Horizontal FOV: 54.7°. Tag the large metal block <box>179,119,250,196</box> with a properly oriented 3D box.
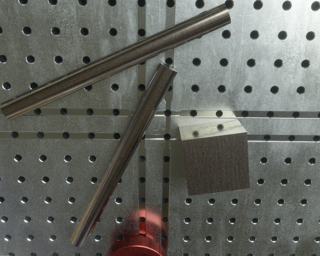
[{"bbox_3d":[0.072,0.038,0.415,0.080,0.050,0.079,-8,110,2],"label":"large metal block"}]

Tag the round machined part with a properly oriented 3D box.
[{"bbox_3d":[-0.036,0.207,0.480,0.099,0.042,0.097,0,110,-1],"label":"round machined part"}]

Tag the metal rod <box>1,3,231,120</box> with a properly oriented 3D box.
[{"bbox_3d":[-0.060,-0.079,0.383,0.301,0.025,0.025,-22,109,7],"label":"metal rod"}]

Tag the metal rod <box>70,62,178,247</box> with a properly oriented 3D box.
[{"bbox_3d":[-0.057,0.049,0.430,0.025,0.025,0.298,26,108,-10],"label":"metal rod"}]
